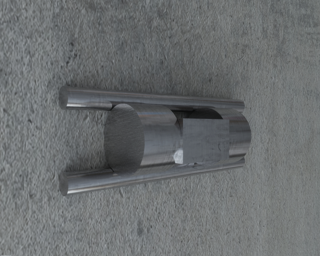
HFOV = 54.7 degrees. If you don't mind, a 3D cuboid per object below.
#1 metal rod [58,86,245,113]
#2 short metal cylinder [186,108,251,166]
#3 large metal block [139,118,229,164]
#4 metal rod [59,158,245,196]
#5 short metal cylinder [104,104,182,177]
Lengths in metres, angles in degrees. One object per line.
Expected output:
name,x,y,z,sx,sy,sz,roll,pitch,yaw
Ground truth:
metal rod,0.015,-0.033,0.419,0.302,0.025,0.025,-1,91,-40
short metal cylinder,0.080,0.012,0.436,0.050,0.080,0.079,-1,91,-40
large metal block,0.030,0.014,0.392,0.081,0.080,0.050,0,90,-40
metal rod,0.015,0.057,0.419,0.302,0.025,0.025,-1,91,-40
short metal cylinder,-0.022,0.013,0.352,0.050,0.080,0.079,-1,91,-40
